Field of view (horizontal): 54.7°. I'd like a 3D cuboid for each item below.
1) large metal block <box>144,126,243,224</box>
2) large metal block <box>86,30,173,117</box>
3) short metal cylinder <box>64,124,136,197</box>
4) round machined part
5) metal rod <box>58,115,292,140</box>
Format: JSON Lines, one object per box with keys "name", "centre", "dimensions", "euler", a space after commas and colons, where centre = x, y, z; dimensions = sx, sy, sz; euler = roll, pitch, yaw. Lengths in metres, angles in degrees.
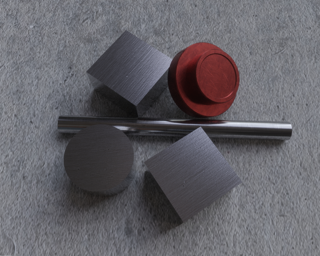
{"name": "large metal block", "centre": [0.037, 0.058, 0.375], "dimensions": [0.080, 0.050, 0.080], "euler": [-32, 73, -11]}
{"name": "large metal block", "centre": [-0.037, -0.071, 0.419], "dimensions": [0.080, 0.050, 0.080], "euler": [35, 73, 11]}
{"name": "short metal cylinder", "centre": [-0.070, 0.041, 0.380], "dimensions": [0.081, 0.050, 0.080], "euler": [0, 70, 0]}
{"name": "round machined part", "centre": [0.063, -0.063, 0.399], "dimensions": [0.099, 0.042, 0.097], "euler": [2, 85, -27]}
{"name": "metal rod", "centre": [0.019, 0.000, 0.411], "dimensions": [0.302, 0.025, 0.025], "euler": [2, 70, 0]}
